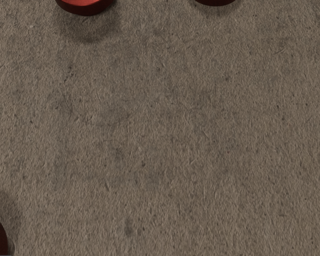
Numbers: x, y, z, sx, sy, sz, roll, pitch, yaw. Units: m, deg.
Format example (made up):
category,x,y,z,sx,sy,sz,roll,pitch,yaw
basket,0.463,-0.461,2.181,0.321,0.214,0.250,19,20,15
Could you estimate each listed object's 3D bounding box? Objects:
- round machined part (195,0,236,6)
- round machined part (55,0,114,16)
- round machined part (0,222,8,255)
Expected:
category,x,y,z,sx,sy,sz,roll,pitch,yaw
round machined part,0.089,-0.246,0.490,0.099,0.042,0.098,0,70,-1
round machined part,-0.114,-0.213,0.475,0.099,0.042,0.098,0,70,-1
round machined part,-0.219,0.140,0.345,0.099,0.042,0.098,0,70,-1
